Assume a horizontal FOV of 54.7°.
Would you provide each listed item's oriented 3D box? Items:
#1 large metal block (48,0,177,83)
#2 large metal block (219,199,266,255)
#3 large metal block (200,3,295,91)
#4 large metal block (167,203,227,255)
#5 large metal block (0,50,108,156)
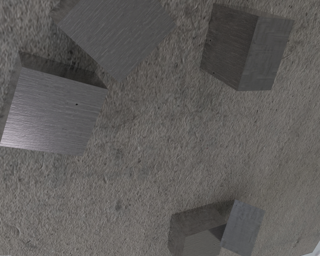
[{"bbox_3d":[-0.045,-0.105,0.301,0.080,0.050,0.080,-45,129,3],"label":"large metal block"},{"bbox_3d":[0.146,0.172,0.539,0.080,0.050,0.080,-69,158,-7],"label":"large metal block"},{"bbox_3d":[0.097,-0.096,0.364,0.050,0.080,0.079,-5,121,-26],"label":"large metal block"},{"bbox_3d":[0.063,0.188,0.541,0.081,0.050,0.079,-9,123,-24],"label":"large metal block"},{"bbox_3d":[-0.110,-0.023,0.316,0.081,0.050,0.079,12,112,-34],"label":"large metal block"}]
